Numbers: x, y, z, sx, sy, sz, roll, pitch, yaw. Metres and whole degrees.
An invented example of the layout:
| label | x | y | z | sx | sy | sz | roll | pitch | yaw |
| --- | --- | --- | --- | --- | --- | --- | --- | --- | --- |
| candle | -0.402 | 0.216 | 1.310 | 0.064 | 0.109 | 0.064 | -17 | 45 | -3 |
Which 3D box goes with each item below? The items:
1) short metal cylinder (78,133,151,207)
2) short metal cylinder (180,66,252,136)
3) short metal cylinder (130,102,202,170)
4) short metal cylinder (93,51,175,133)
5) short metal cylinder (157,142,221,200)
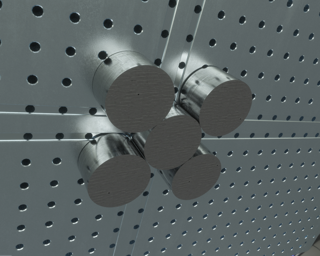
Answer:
| label | x | y | z | sx | sy | sz | roll | pitch | yaw |
| --- | --- | --- | --- | --- | --- | --- | --- | --- | --- |
| short metal cylinder | -0.059 | 0.054 | 0.396 | 0.081 | 0.050 | 0.079 | -14 | 125 | -21 |
| short metal cylinder | 0.074 | -0.036 | 0.413 | 0.081 | 0.050 | 0.079 | -14 | 125 | -21 |
| short metal cylinder | 0.007 | 0.007 | 0.404 | 0.081 | 0.050 | 0.079 | -14 | 125 | -21 |
| short metal cylinder | -0.030 | -0.041 | 0.353 | 0.081 | 0.050 | 0.079 | -14 | 125 | -21 |
| short metal cylinder | 0.042 | 0.058 | 0.455 | 0.081 | 0.050 | 0.079 | -14 | 125 | -21 |
